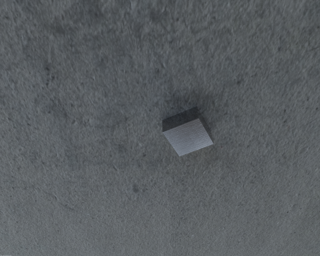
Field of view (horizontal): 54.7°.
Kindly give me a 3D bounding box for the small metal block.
[{"bbox_3d":[0.037,0.005,0.412,0.050,0.025,0.050,-22,127,17],"label":"small metal block"}]
